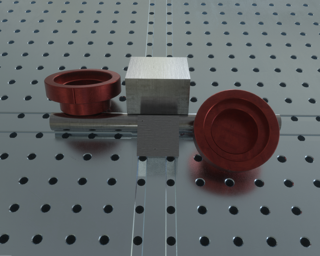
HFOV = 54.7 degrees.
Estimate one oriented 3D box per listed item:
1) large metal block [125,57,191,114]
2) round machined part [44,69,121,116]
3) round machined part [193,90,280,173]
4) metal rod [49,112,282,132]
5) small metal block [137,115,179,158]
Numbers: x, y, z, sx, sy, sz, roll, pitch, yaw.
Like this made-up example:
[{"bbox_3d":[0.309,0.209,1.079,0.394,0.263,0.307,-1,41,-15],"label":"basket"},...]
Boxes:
[{"bbox_3d":[-0.002,-0.061,0.427,0.081,0.050,0.080,1,32,0],"label":"large metal block"},{"bbox_3d":[-0.102,-0.048,0.420,0.099,0.042,0.098,0,24,0],"label":"round machined part"},{"bbox_3d":[0.089,0.006,0.376,0.099,0.042,0.098,0,75,0],"label":"round machined part"},{"bbox_3d":[0.007,-0.008,0.415,0.302,0.025,0.025,0,50,0],"label":"metal rod"},{"bbox_3d":[-0.002,0.012,0.385,0.050,0.025,0.050,1,79,0],"label":"small metal block"}]
